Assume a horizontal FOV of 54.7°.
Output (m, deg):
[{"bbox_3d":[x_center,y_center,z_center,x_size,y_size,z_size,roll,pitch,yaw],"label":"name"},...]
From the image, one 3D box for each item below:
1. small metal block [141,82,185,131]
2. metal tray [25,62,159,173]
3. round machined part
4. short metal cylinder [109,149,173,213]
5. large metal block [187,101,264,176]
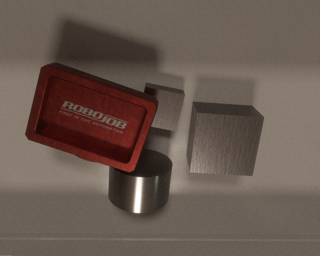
[{"bbox_3d":[0.001,-0.027,0.401,0.050,0.025,0.050,11,110,-5],"label":"small metal block"},{"bbox_3d":[-0.077,-0.011,0.357,0.131,0.030,0.089,19,107,-4],"label":"metal tray"},{"bbox_3d":[-0.077,-0.009,0.396,0.099,0.042,0.097,0,107,1],"label":"round machined part"},{"bbox_3d":[-0.026,0.066,0.406,0.081,0.080,0.050,5,110,-2],"label":"short metal cylinder"},{"bbox_3d":[0.081,0.013,0.404,0.081,0.050,0.079,4,110,-2],"label":"large metal block"}]
